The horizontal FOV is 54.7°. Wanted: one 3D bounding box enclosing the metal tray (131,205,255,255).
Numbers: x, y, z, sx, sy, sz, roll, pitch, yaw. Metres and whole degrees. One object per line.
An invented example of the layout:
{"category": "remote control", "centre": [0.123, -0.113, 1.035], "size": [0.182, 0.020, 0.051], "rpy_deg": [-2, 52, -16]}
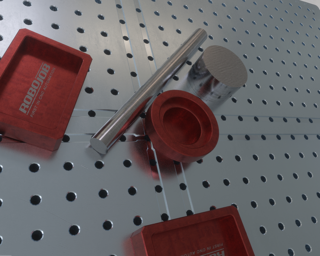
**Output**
{"category": "metal tray", "centre": [0.042, 0.143, 0.340], "size": [0.131, 0.030, 0.090], "rpy_deg": [-3, 63, -30]}

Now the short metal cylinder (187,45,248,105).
{"category": "short metal cylinder", "centre": [0.090, -0.084, 0.492], "size": [0.081, 0.050, 0.080], "rpy_deg": [14, 56, -21]}

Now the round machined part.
{"category": "round machined part", "centre": [0.025, 0.001, 0.410], "size": [0.099, 0.042, 0.098], "rpy_deg": [14, 56, -21]}

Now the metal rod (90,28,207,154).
{"category": "metal rod", "centre": [0.001, -0.072, 0.452], "size": [0.025, 0.025, 0.301], "rpy_deg": [39, 51, -2]}

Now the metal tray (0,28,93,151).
{"category": "metal tray", "centre": [-0.140, -0.047, 0.358], "size": [0.091, 0.030, 0.130], "rpy_deg": [21, 54, -16]}
